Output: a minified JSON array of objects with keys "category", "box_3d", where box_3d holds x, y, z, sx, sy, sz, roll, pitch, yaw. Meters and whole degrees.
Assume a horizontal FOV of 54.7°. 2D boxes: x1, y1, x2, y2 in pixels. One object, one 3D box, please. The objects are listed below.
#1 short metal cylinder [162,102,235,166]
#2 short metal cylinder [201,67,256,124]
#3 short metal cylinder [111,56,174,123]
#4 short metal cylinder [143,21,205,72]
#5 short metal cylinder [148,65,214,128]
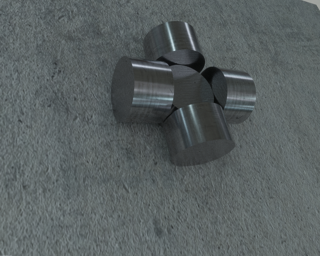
[{"category":"short metal cylinder","box_3d":[0.048,0.010,0.391,0.081,0.080,0.050,0,61,-29]},{"category":"short metal cylinder","box_3d":[0.092,-0.046,0.450,0.050,0.080,0.080,2,61,-28]},{"category":"short metal cylinder","box_3d":[-0.024,-0.046,0.387,0.050,0.080,0.080,2,61,-28]},{"category":"short metal cylinder","box_3d":[0.019,-0.106,0.445,0.081,0.080,0.050,2,62,-28]},{"category":"short metal cylinder","box_3d":[0.027,-0.040,0.430,0.081,0.050,0.080,14,56,-21]}]
